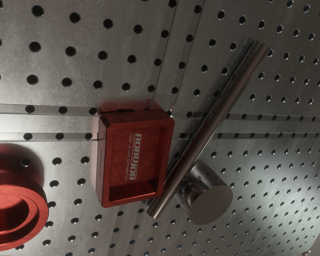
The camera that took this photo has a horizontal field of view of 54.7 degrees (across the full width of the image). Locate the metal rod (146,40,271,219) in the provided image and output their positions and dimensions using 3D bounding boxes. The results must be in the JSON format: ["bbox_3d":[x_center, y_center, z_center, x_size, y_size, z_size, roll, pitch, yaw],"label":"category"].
[{"bbox_3d":[0.064,0.011,0.455,0.025,0.025,0.298,21,107,-36],"label":"metal rod"}]

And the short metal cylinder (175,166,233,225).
[{"bbox_3d":[0.070,0.110,0.504,0.081,0.050,0.079,-14,124,-21],"label":"short metal cylinder"}]

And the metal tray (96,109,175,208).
[{"bbox_3d":[-0.035,0.041,0.415,0.091,0.030,0.129,-6,121,-26],"label":"metal tray"}]

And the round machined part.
[{"bbox_3d":[-0.183,0.092,0.358,0.099,0.042,0.097,-14,125,-21],"label":"round machined part"}]
